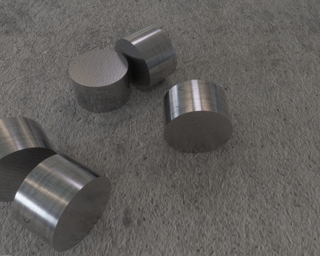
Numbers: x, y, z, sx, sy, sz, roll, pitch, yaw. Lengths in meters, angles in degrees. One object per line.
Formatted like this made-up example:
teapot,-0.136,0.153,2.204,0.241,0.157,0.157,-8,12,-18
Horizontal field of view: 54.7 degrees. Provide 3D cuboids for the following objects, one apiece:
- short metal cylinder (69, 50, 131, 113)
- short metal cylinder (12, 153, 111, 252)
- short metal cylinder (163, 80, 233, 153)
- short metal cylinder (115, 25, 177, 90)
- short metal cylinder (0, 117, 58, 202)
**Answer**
short metal cylinder,-0.084,-0.068,0.443,0.080,0.050,0.080,0,50,0
short metal cylinder,-0.094,0.072,0.306,0.050,0.080,0.080,26,55,20
short metal cylinder,0.044,-0.012,0.378,0.081,0.080,0.050,-1,50,-1
short metal cylinder,-0.021,-0.102,0.453,0.050,0.080,0.080,-35,58,-25
short metal cylinder,-0.157,0.034,0.338,0.081,0.080,0.050,-28,56,-21
